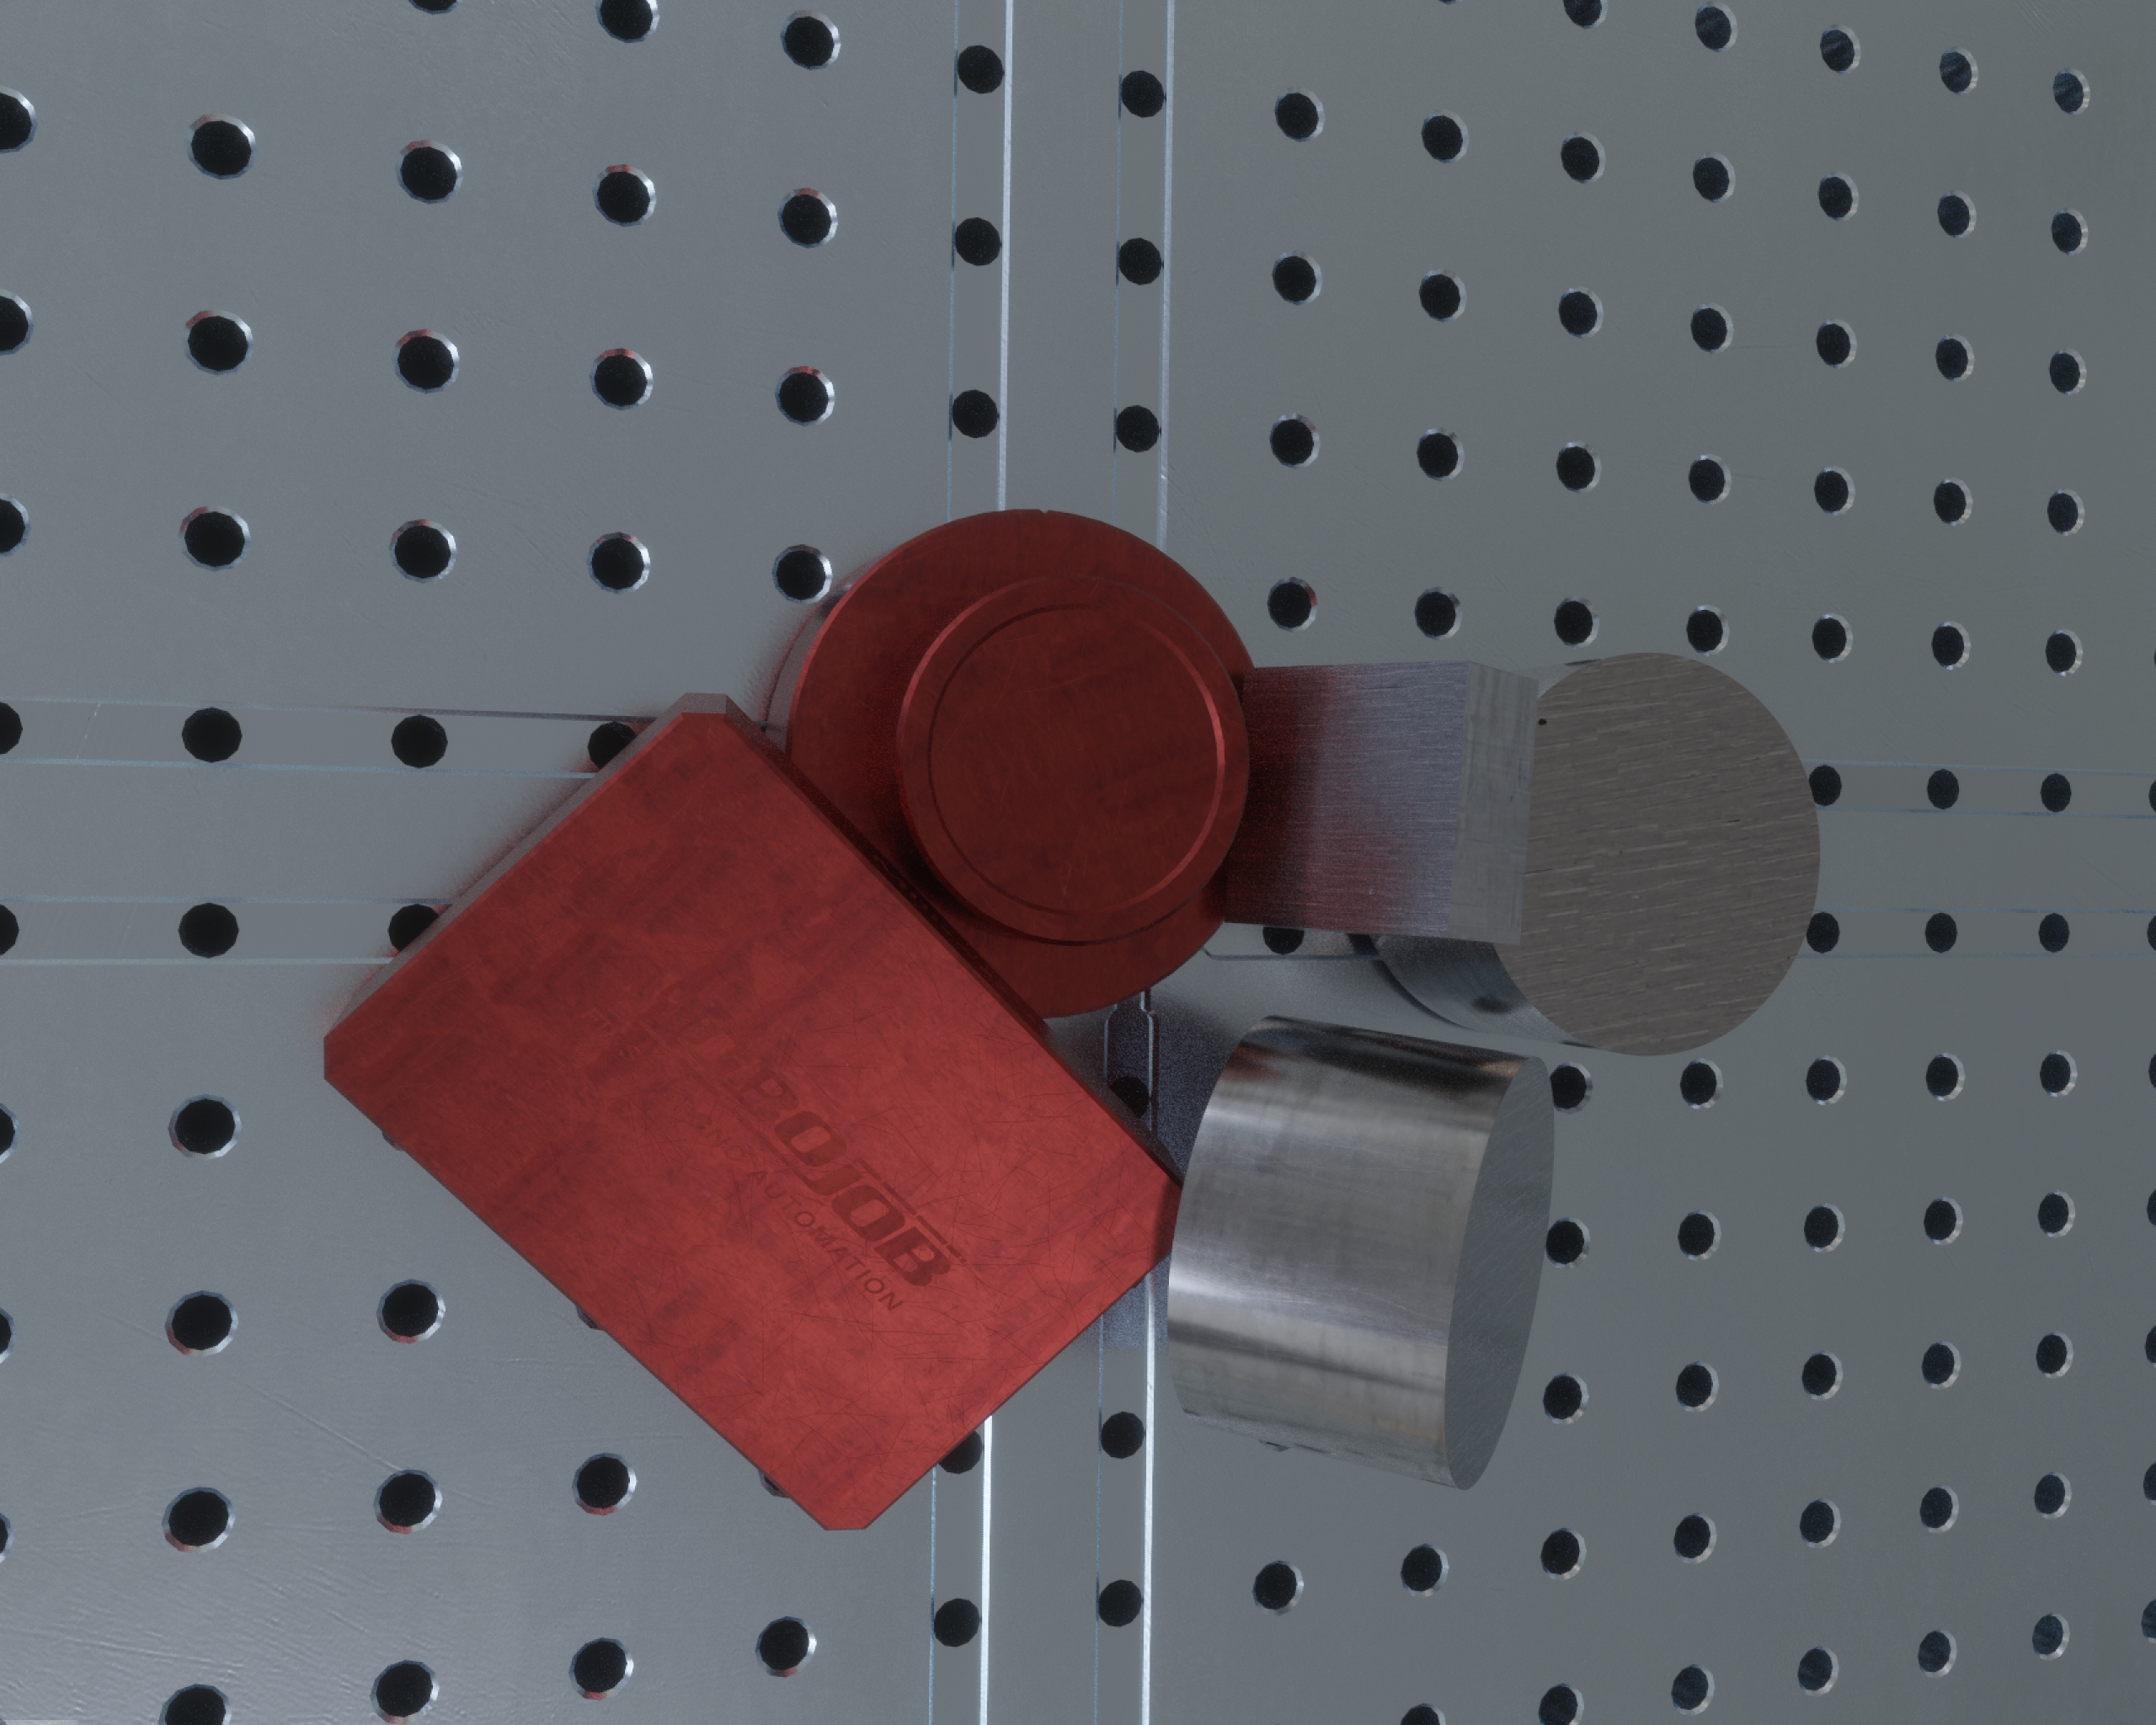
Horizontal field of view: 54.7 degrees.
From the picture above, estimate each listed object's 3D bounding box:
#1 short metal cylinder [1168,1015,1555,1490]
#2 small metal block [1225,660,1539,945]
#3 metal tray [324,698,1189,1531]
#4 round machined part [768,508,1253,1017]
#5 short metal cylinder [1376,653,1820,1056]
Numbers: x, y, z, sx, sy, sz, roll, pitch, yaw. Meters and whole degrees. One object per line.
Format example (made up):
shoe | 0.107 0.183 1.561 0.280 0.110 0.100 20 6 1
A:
short metal cylinder | 0.056 0.072 0.394 0.050 0.080 0.080 8 87 23
small metal block | 0.057 -0.011 0.397 0.025 0.050 0.050 8 86 -48
metal tray | -0.054 0.045 0.374 0.090 0.030 0.130 -43 105 1
round machined part | -0.007 -0.019 0.397 0.099 0.042 0.097 0 90 -20
short metal cylinder | 0.105 -0.002 0.434 0.081 0.050 0.079 0 90 -20
